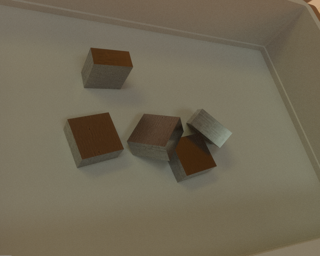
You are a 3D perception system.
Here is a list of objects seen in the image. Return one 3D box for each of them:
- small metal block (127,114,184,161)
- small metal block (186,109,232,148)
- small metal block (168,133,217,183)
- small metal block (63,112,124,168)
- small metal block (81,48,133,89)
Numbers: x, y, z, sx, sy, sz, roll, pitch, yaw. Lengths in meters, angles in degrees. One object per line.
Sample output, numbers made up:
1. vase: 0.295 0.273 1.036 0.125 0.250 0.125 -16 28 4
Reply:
1. small metal block: -0.005 0.010 0.381 0.050 0.025 0.050 7 47 25
2. small metal block: 0.066 -0.001 0.425 0.050 0.050 0.025 39 91 -2
3. small metal block: 0.038 0.038 0.405 0.050 0.025 0.050 -12 68 -33
4. small metal block: -0.077 0.013 0.357 0.050 0.025 0.050 -13 68 -34
5. small metal block: -0.069 -0.075 0.399 0.050 0.050 0.025 -2 63 -29
